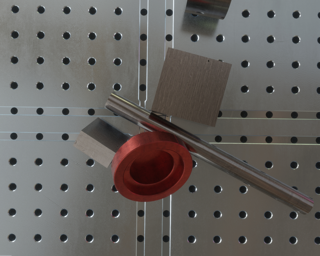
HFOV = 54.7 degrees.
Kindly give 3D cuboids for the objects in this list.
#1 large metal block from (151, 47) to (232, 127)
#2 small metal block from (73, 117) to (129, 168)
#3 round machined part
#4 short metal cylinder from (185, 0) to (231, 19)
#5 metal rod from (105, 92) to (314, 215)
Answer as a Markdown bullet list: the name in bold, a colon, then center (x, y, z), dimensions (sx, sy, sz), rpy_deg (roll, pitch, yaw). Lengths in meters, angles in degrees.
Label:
- **large metal block**: center (0.038, -0.050, 0.401), dimensions (0.080, 0.050, 0.080), rpy_deg (15, 90, -1)
- **small metal block**: center (-0.074, 0.017, 0.397), dimensions (0.050, 0.050, 0.025), rpy_deg (33, 114, 0)
- **round machined part**: center (-0.012, 0.043, 0.389), dimensions (0.099, 0.042, 0.097), rpy_deg (-10, 127, -13)
- **short metal cylinder**: center (0.064, -0.181, 0.387), dimensions (0.050, 0.080, 0.080), rpy_deg (11, 90, 0)
- **metal rod**: center (0.065, 0.034, 0.414), dimensions (0.301, 0.025, 0.025), rpy_deg (28, 90, -1)
